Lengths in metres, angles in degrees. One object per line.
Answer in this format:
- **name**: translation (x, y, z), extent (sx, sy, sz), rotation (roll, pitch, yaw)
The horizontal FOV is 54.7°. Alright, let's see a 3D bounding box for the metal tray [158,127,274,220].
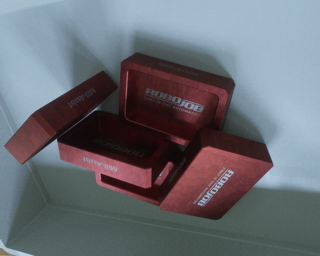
- **metal tray**: translation (0.063, 0.062, 0.382), extent (0.091, 0.030, 0.129), rotation (15, 131, -17)

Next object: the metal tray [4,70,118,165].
- **metal tray**: translation (-0.119, -0.016, 0.388), extent (0.090, 0.131, 0.030), rotation (-33, 100, 38)

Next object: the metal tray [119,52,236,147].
- **metal tray**: translation (0.015, -0.030, 0.375), extent (0.130, 0.030, 0.089), rotation (19, 126, 16)

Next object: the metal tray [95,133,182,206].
- **metal tray**: translation (-0.034, 0.060, 0.455), extent (0.130, 0.030, 0.089), rotation (15, 125, 19)

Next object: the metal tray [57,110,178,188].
- **metal tray**: translation (-0.053, 0.022, 0.403), extent (0.130, 0.090, 0.030), rotation (15, 124, 19)
